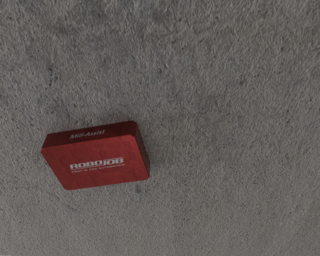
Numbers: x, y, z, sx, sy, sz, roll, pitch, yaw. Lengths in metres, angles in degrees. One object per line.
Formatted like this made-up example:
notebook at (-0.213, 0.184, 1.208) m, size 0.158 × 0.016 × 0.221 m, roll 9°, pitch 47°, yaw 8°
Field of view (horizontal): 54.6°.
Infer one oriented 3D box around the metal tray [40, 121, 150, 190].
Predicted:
metal tray at (-0.087, 0.042, 0.438) m, size 0.130 × 0.030 × 0.090 m, roll -9°, pitch 130°, yaw 7°
